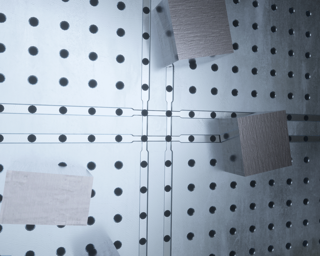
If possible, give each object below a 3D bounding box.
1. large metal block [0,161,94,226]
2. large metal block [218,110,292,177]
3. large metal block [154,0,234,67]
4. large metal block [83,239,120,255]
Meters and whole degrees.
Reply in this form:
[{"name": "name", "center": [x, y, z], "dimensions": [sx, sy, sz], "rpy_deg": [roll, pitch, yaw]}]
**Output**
[{"name": "large metal block", "center": [-0.122, 0.069, 0.338], "dimensions": [0.081, 0.080, 0.050], "rpy_deg": [8, 88, -20]}, {"name": "large metal block", "center": [0.137, 0.020, 0.449], "dimensions": [0.081, 0.050, 0.080], "rpy_deg": [-9, 93, -20]}, {"name": "large metal block", "center": [0.044, -0.130, 0.415], "dimensions": [0.081, 0.050, 0.080], "rpy_deg": [-12, 94, -20]}, {"name": "large metal block", "center": [-0.055, 0.191, 0.363], "dimensions": [0.050, 0.080, 0.080], "rpy_deg": [-27, 99, -18]}]
